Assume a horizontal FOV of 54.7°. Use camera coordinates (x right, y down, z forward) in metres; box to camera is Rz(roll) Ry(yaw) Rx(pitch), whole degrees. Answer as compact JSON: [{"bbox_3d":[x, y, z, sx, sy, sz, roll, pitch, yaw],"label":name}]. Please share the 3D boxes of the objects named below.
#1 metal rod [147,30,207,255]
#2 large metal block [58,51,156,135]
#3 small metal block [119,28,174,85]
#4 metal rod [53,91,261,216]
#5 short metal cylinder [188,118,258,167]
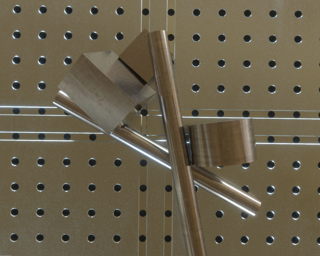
[{"bbox_3d":[0.023,0.029,0.387,0.025,0.025,0.298,-10,90,0],"label":"metal rod"},{"bbox_3d":[-0.060,-0.047,0.379,0.080,0.080,0.050,44,112,0],"label":"large metal block"},{"bbox_3d":[-0.018,-0.094,0.413,0.050,0.025,0.050,43,90,0],"label":"small metal block"},{"bbox_3d":[-0.003,0.033,0.413,0.301,0.025,0.025,29,90,0],"label":"metal rod"},{"bbox_3d":[0.077,0.017,0.386,0.080,0.080,0.050,-7,90,0],"label":"short metal cylinder"}]
